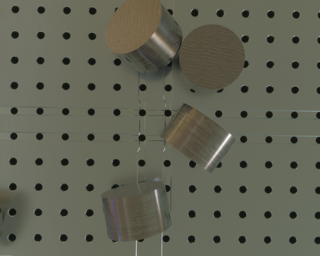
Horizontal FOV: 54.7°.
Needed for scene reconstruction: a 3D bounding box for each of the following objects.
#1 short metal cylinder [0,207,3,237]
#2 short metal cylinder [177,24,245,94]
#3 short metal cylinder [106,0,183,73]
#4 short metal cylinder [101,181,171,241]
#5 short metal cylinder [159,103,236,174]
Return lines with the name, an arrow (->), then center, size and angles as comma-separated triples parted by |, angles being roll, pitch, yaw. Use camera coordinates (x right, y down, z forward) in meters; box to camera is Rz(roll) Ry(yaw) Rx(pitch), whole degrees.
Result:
short metal cylinder -> -0.241, 0.132, 0.383 | 0.050, 0.080, 0.080 | 9, 90, 0
short metal cylinder -> 0.063, -0.087, 0.402 | 0.081, 0.050, 0.079 | 0, 90, -1
short metal cylinder -> -0.019, -0.115, 0.381 | 0.080, 0.050, 0.080 | -12, 66, 29
short metal cylinder -> -0.029, 0.101, 0.386 | 0.080, 0.080, 0.050 | -10, 90, 0
short metal cylinder -> 0.046, 0.013, 0.387 | 0.080, 0.080, 0.050 | 36, 90, -1
